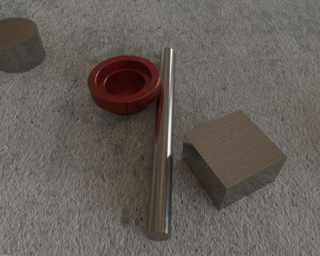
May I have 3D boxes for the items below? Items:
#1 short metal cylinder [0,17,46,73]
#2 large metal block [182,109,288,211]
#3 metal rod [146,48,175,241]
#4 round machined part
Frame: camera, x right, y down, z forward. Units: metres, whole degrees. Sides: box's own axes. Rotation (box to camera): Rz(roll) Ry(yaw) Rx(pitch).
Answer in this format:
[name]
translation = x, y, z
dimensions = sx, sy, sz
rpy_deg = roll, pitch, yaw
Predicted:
[short metal cylinder]
translation = -0.231, -0.133, 0.496
dimensions = 0.081, 0.050, 0.080
rpy_deg = 0, 50, 0
[large metal block]
translation = 0.082, 0.035, 0.359
dimensions = 0.081, 0.050, 0.080
rpy_deg = -23, 54, -18
[metal rod]
translation = 0.006, -0.005, 0.407
dimensions = 0.025, 0.025, 0.300
rpy_deg = 2, 50, 1
[round machined part]
translation = -0.048, -0.056, 0.437
dimensions = 0.099, 0.042, 0.098
rpy_deg = -1, 50, 1
